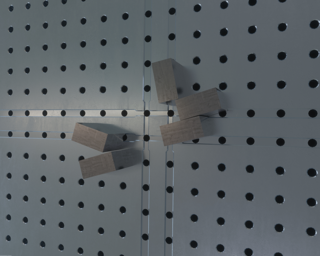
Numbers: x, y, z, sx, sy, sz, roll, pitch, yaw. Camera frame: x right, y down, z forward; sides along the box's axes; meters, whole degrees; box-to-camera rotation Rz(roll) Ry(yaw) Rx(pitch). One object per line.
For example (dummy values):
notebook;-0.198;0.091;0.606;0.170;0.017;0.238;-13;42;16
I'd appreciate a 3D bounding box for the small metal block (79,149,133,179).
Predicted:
small metal block;-0.073;0.049;0.426;0.050;0.050;0.025;-17;85;19

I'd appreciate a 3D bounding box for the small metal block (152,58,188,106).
small metal block;0.014;-0.057;0.395;0.025;0.050;0.050;-12;86;20

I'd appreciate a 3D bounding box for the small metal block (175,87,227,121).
small metal block;0.052;-0.028;0.381;0.050;0.050;0.025;-16;85;19

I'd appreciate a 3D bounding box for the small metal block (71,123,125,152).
small metal block;-0.084;0.012;0.430;0.050;0.050;0.025;19;96;19

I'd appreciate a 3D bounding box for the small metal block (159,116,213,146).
small metal block;0.034;0.004;0.388;0.050;0.050;0.025;-15;85;19
